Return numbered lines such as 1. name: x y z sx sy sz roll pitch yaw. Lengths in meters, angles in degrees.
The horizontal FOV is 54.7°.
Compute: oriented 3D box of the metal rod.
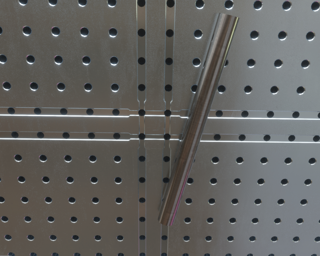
1. metal rod: 0.045 0.003 0.415 0.025 0.025 0.298 13 110 -5
